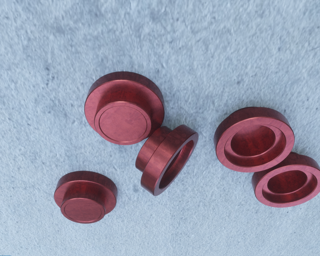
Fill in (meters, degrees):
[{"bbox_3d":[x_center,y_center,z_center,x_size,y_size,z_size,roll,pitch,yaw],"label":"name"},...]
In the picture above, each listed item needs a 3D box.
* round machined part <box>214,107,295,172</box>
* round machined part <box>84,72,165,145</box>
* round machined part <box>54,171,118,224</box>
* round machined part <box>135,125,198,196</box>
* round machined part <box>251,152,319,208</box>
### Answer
[{"bbox_3d":[0.120,0.011,0.407,0.099,0.042,0.097,-1,130,0],"label":"round machined part"},{"bbox_3d":[-0.044,-0.017,0.381,0.099,0.042,0.097,-1,130,0],"label":"round machined part"},{"bbox_3d":[-0.119,0.116,0.493,0.099,0.042,0.097,-1,130,0],"label":"round machined part"},{"bbox_3d":[0.005,0.036,0.403,0.042,0.099,0.097,34,131,18],"label":"round machined part"},{"bbox_3d":[0.186,0.073,0.461,0.099,0.042,0.097,-1,130,0],"label":"round machined part"}]
